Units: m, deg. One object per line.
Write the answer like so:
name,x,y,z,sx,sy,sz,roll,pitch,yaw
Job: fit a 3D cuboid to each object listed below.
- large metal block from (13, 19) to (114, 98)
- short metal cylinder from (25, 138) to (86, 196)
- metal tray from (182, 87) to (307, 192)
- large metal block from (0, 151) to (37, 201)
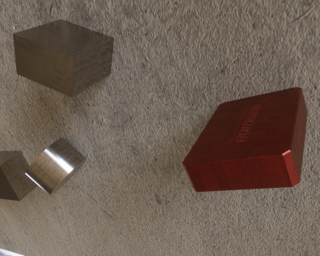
large metal block,-0.114,-0.088,0.377,0.080,0.080,0.050,23,127,14
short metal cylinder,-0.165,0.062,0.497,0.050,0.080,0.080,43,129,-1
metal tray,0.087,0.007,0.297,0.090,0.131,0.030,-11,113,33
large metal block,-0.299,0.092,0.605,0.080,0.050,0.080,-3,117,29
